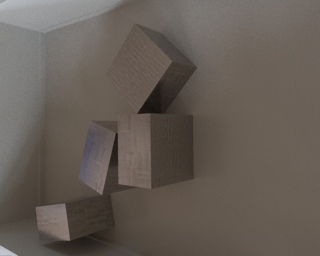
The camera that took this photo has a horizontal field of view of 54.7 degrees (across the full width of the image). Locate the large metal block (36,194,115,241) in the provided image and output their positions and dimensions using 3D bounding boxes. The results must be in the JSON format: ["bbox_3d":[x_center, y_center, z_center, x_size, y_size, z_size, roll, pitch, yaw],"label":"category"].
[{"bbox_3d":[-0.130,0.136,0.475,0.080,0.081,0.050,-16,80,38],"label":"large metal block"}]

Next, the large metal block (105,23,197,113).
[{"bbox_3d":[-0.014,-0.073,0.400,0.080,0.050,0.080,51,119,27],"label":"large metal block"}]

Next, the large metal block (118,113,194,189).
[{"bbox_3d":[-0.003,0.024,0.372,0.050,0.081,0.079,-1,89,40],"label":"large metal block"}]

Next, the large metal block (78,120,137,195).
[{"bbox_3d":[-0.053,0.036,0.413,0.050,0.081,0.079,23,104,37],"label":"large metal block"}]
